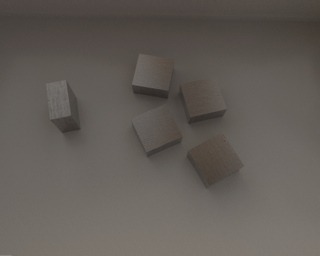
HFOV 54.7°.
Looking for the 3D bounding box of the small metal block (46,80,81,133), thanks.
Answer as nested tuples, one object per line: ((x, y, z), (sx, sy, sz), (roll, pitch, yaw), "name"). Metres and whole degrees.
((-0.125, -0.027, 0.405), (0.025, 0.050, 0.050), (-12, 71, -5), "small metal block")

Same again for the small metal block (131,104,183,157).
((-0.005, 0.004, 0.408), (0.050, 0.025, 0.050), (-23, 72, -9), "small metal block")

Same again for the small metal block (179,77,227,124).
((0.058, -0.038, 0.424), (0.050, 0.025, 0.050), (-13, 71, -5), "small metal block")

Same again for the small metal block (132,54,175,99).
((-0.009, -0.073, 0.436), (0.050, 0.025, 0.050), (10, 70, 3), "small metal block")

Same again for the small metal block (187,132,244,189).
((0.070, 0.042, 0.395), (0.050, 0.025, 0.050), (-27, 73, -10), "small metal block")
